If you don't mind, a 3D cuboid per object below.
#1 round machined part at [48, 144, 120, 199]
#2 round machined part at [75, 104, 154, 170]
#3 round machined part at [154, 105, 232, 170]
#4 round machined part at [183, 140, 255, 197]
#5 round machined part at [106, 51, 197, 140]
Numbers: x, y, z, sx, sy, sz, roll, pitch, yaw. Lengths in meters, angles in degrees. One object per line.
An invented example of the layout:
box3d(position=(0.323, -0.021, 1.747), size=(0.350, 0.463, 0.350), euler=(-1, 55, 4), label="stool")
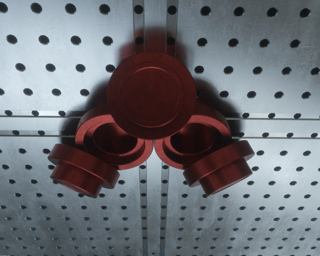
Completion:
box3d(position=(-0.108, 0.063, 0.422), size=(0.098, 0.042, 0.098), euler=(20, 158, 9), label="round machined part")
box3d(position=(-0.057, 0.007, 0.405), size=(0.099, 0.042, 0.097), euler=(-1, 130, 0), label="round machined part")
box3d(position=(0.042, 0.008, 0.408), size=(0.099, 0.042, 0.097), euler=(-1, 130, 0), label="round machined part")
box3d(position=(0.084, 0.058, 0.416), size=(0.099, 0.042, 0.098), euler=(-24, 162, -8), label="round machined part")
box3d(position=(-0.009, -0.035, 0.337), size=(0.099, 0.042, 0.097), euler=(0, 92, -1), label="round machined part")
